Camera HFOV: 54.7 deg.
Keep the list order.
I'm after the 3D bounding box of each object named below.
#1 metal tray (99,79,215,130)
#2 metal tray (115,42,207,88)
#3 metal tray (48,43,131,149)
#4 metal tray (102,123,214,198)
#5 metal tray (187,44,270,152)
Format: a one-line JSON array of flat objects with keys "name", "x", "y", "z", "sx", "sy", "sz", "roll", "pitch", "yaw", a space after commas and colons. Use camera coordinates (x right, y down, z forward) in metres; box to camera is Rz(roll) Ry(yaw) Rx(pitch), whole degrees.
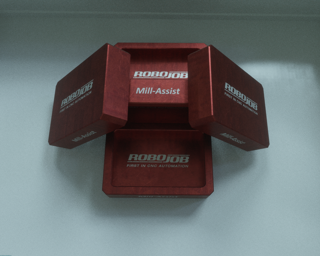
[{"name": "metal tray", "x": -0.003, "y": -0.026, "z": 0.383, "sx": 0.131, "sy": 0.090, "sz": 0.030, "roll": 1, "pitch": 70, "yaw": -1}, {"name": "metal tray", "x": 0.002, "y": -0.073, "z": 0.431, "sx": 0.131, "sy": 0.030, "sz": 0.090, "roll": 0, "pitch": 70, "yaw": -1}, {"name": "metal tray", "x": -0.087, "y": -0.032, "z": 0.370, "sx": 0.030, "sy": 0.130, "sz": 0.090, "roll": 18, "pitch": 64, "yaw": -39}, {"name": "metal tray", "x": -0.002, "y": 0.041, "z": 0.388, "sx": 0.131, "sy": 0.030, "sz": 0.090, "roll": 1, "pitch": 70, "yaw": -1}, {"name": "metal tray", "x": 0.085, "y": -0.030, "z": 0.370, "sx": 0.030, "sy": 0.131, "sz": 0.090, "roll": -17, "pitch": 64, "yaw": 40}]
